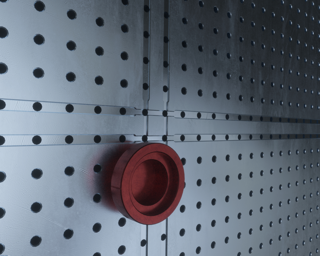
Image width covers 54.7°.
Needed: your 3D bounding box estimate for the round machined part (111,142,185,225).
[{"bbox_3d":[-0.019,0.066,0.384,0.099,0.042,0.097,0,90,-40],"label":"round machined part"}]
